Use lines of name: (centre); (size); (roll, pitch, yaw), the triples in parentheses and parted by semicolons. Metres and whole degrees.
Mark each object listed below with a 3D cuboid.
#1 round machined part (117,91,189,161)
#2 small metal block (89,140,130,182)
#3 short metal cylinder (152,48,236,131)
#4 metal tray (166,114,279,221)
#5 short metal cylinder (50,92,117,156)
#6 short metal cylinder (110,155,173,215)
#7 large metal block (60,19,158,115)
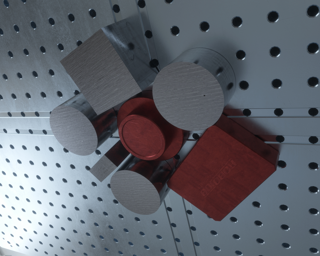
round machined part: (-0.015, 0.004, 0.410); (0.098, 0.042, 0.097); (13, 124, 21)
small metal block: (-0.071, 0.047, 0.460); (0.025, 0.050, 0.050); (45, 129, -3)
short metal cylinder: (0.039, -0.043, 0.347); (0.080, 0.050, 0.079); (13, 124, 21)
metal tray: (0.076, 0.055, 0.401); (0.090, 0.030, 0.129); (35, 129, 5)
short metal cylinder: (-0.110, -0.007, 0.448); (0.080, 0.050, 0.079); (13, 124, 21)
short metal cylinder: (-0.026, 0.080, 0.458); (0.080, 0.050, 0.079); (13, 124, 21)
large metal block: (-0.061, -0.073, 0.382); (0.080, 0.050, 0.080); (-23, 106, 36)
